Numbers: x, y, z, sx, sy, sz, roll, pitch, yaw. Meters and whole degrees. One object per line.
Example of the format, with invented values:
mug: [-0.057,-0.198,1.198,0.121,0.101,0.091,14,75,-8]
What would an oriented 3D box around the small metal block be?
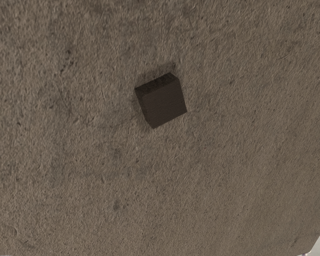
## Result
small metal block: [0.002,-0.034,0.388,0.050,0.025,0.050,-27,128,-12]
